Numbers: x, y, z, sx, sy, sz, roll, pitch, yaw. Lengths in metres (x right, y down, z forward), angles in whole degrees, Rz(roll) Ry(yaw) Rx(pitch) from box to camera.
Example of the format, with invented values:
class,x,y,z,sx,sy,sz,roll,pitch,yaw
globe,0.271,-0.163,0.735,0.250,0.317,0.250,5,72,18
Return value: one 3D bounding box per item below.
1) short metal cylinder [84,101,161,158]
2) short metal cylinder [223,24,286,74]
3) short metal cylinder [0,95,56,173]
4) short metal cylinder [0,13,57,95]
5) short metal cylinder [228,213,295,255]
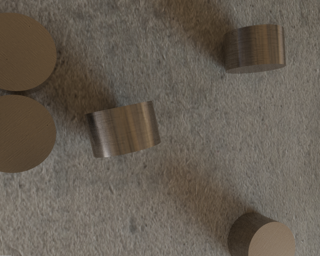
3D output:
class,x,y,z,sx,sy,sz,roll,pitch,yaw
short metal cylinder,-0.043,0.000,0.365,0.081,0.080,0.050,-13,95,-20
short metal cylinder,0.130,-0.107,0.429,0.081,0.080,0.050,-5,92,-20
short metal cylinder,-0.157,0.006,0.338,0.081,0.050,0.079,0,90,-21
short metal cylinder,-0.156,-0.077,0.338,0.081,0.050,0.079,0,90,-21
short metal cylinder,0.147,0.170,0.452,0.081,0.050,0.079,0,90,-21
